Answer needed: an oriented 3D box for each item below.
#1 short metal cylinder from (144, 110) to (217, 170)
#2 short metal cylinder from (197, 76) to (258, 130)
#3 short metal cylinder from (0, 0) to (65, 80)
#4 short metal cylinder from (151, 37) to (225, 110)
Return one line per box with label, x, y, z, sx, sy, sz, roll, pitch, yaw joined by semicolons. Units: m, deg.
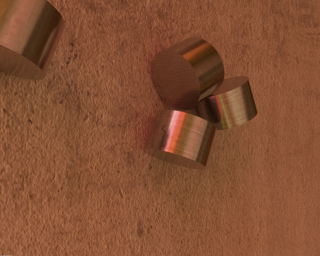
short metal cylinder;0.026;0.016;0.391;0.080;0.080;0.050;28;73;-37
short metal cylinder;0.094;-0.037;0.448;0.081;0.080;0.050;-33;111;-35
short metal cylinder;-0.128;-0.081;0.261;0.080;0.080;0.050;26;74;-37
short metal cylinder;0.034;-0.069;0.397;0.050;0.080;0.080;-36;112;-34
